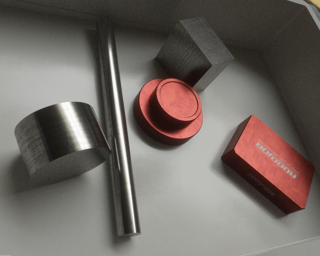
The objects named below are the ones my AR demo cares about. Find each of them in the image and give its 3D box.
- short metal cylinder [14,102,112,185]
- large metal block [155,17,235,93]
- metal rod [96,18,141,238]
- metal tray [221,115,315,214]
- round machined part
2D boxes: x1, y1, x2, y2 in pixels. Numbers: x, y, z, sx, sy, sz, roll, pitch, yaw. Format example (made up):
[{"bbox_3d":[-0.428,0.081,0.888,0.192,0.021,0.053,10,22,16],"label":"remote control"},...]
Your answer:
[{"bbox_3d":[-0.096,0.016,0.310,0.081,0.080,0.050,-14,69,-34],"label":"short metal cylinder"},{"bbox_3d":[0.049,-0.105,0.463,0.050,0.080,0.080,-24,75,-37],"label":"large metal block"},{"bbox_3d":[-0.057,-0.020,0.388,0.025,0.025,0.299,4,60,-27],"label":"metal rod"},{"bbox_3d":[0.164,0.052,0.461,0.130,0.030,0.090,40,51,-1],"label":"metal tray"},{"bbox_3d":[0.017,-0.028,0.423,0.099,0.042,0.098,14,56,-21],"label":"round machined part"}]
